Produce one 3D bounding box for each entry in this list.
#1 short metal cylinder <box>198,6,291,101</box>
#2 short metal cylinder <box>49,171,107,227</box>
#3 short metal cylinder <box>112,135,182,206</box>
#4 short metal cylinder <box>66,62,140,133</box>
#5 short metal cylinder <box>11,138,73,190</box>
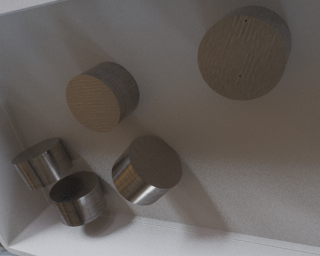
[{"bbox_3d":[0.083,-0.073,0.303,0.080,0.050,0.079,13,124,21],"label":"short metal cylinder"},{"bbox_3d":[-0.135,0.117,0.517,0.080,0.080,0.050,2,119,27],"label":"short metal cylinder"},{"bbox_3d":[-0.018,0.057,0.418,0.080,0.080,0.050,42,129,0],"label":"short metal cylinder"},{"bbox_3d":[-0.074,-0.041,0.407,0.080,0.050,0.079,13,124,21],"label":"short metal cylinder"},{"bbox_3d":[-0.193,0.058,0.511,0.080,0.080,0.050,-10,114,32],"label":"short metal cylinder"}]
